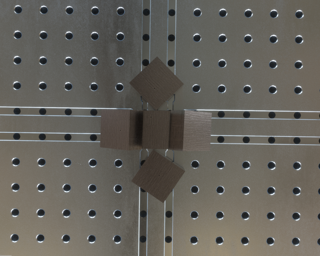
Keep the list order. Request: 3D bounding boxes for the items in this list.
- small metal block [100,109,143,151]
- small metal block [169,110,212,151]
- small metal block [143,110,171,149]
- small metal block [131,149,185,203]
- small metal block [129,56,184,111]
[{"bbox_3d":[-0.050,0.001,0.400,0.050,0.025,0.050,3,91,36],"label":"small metal block"},{"bbox_3d":[0.040,0.004,0.400,0.050,0.025,0.050,3,90,-41],"label":"small metal block"},{"bbox_3d":[-0.004,0.002,0.413,0.050,0.025,0.050,1,89,0],"label":"small metal block"},{"bbox_3d":[-0.002,0.062,0.413,0.050,0.025,0.050,34,90,1],"label":"small metal block"},{"bbox_3d":[-0.004,-0.058,0.413,0.050,0.025,0.050,-44,89,-1],"label":"small metal block"}]
